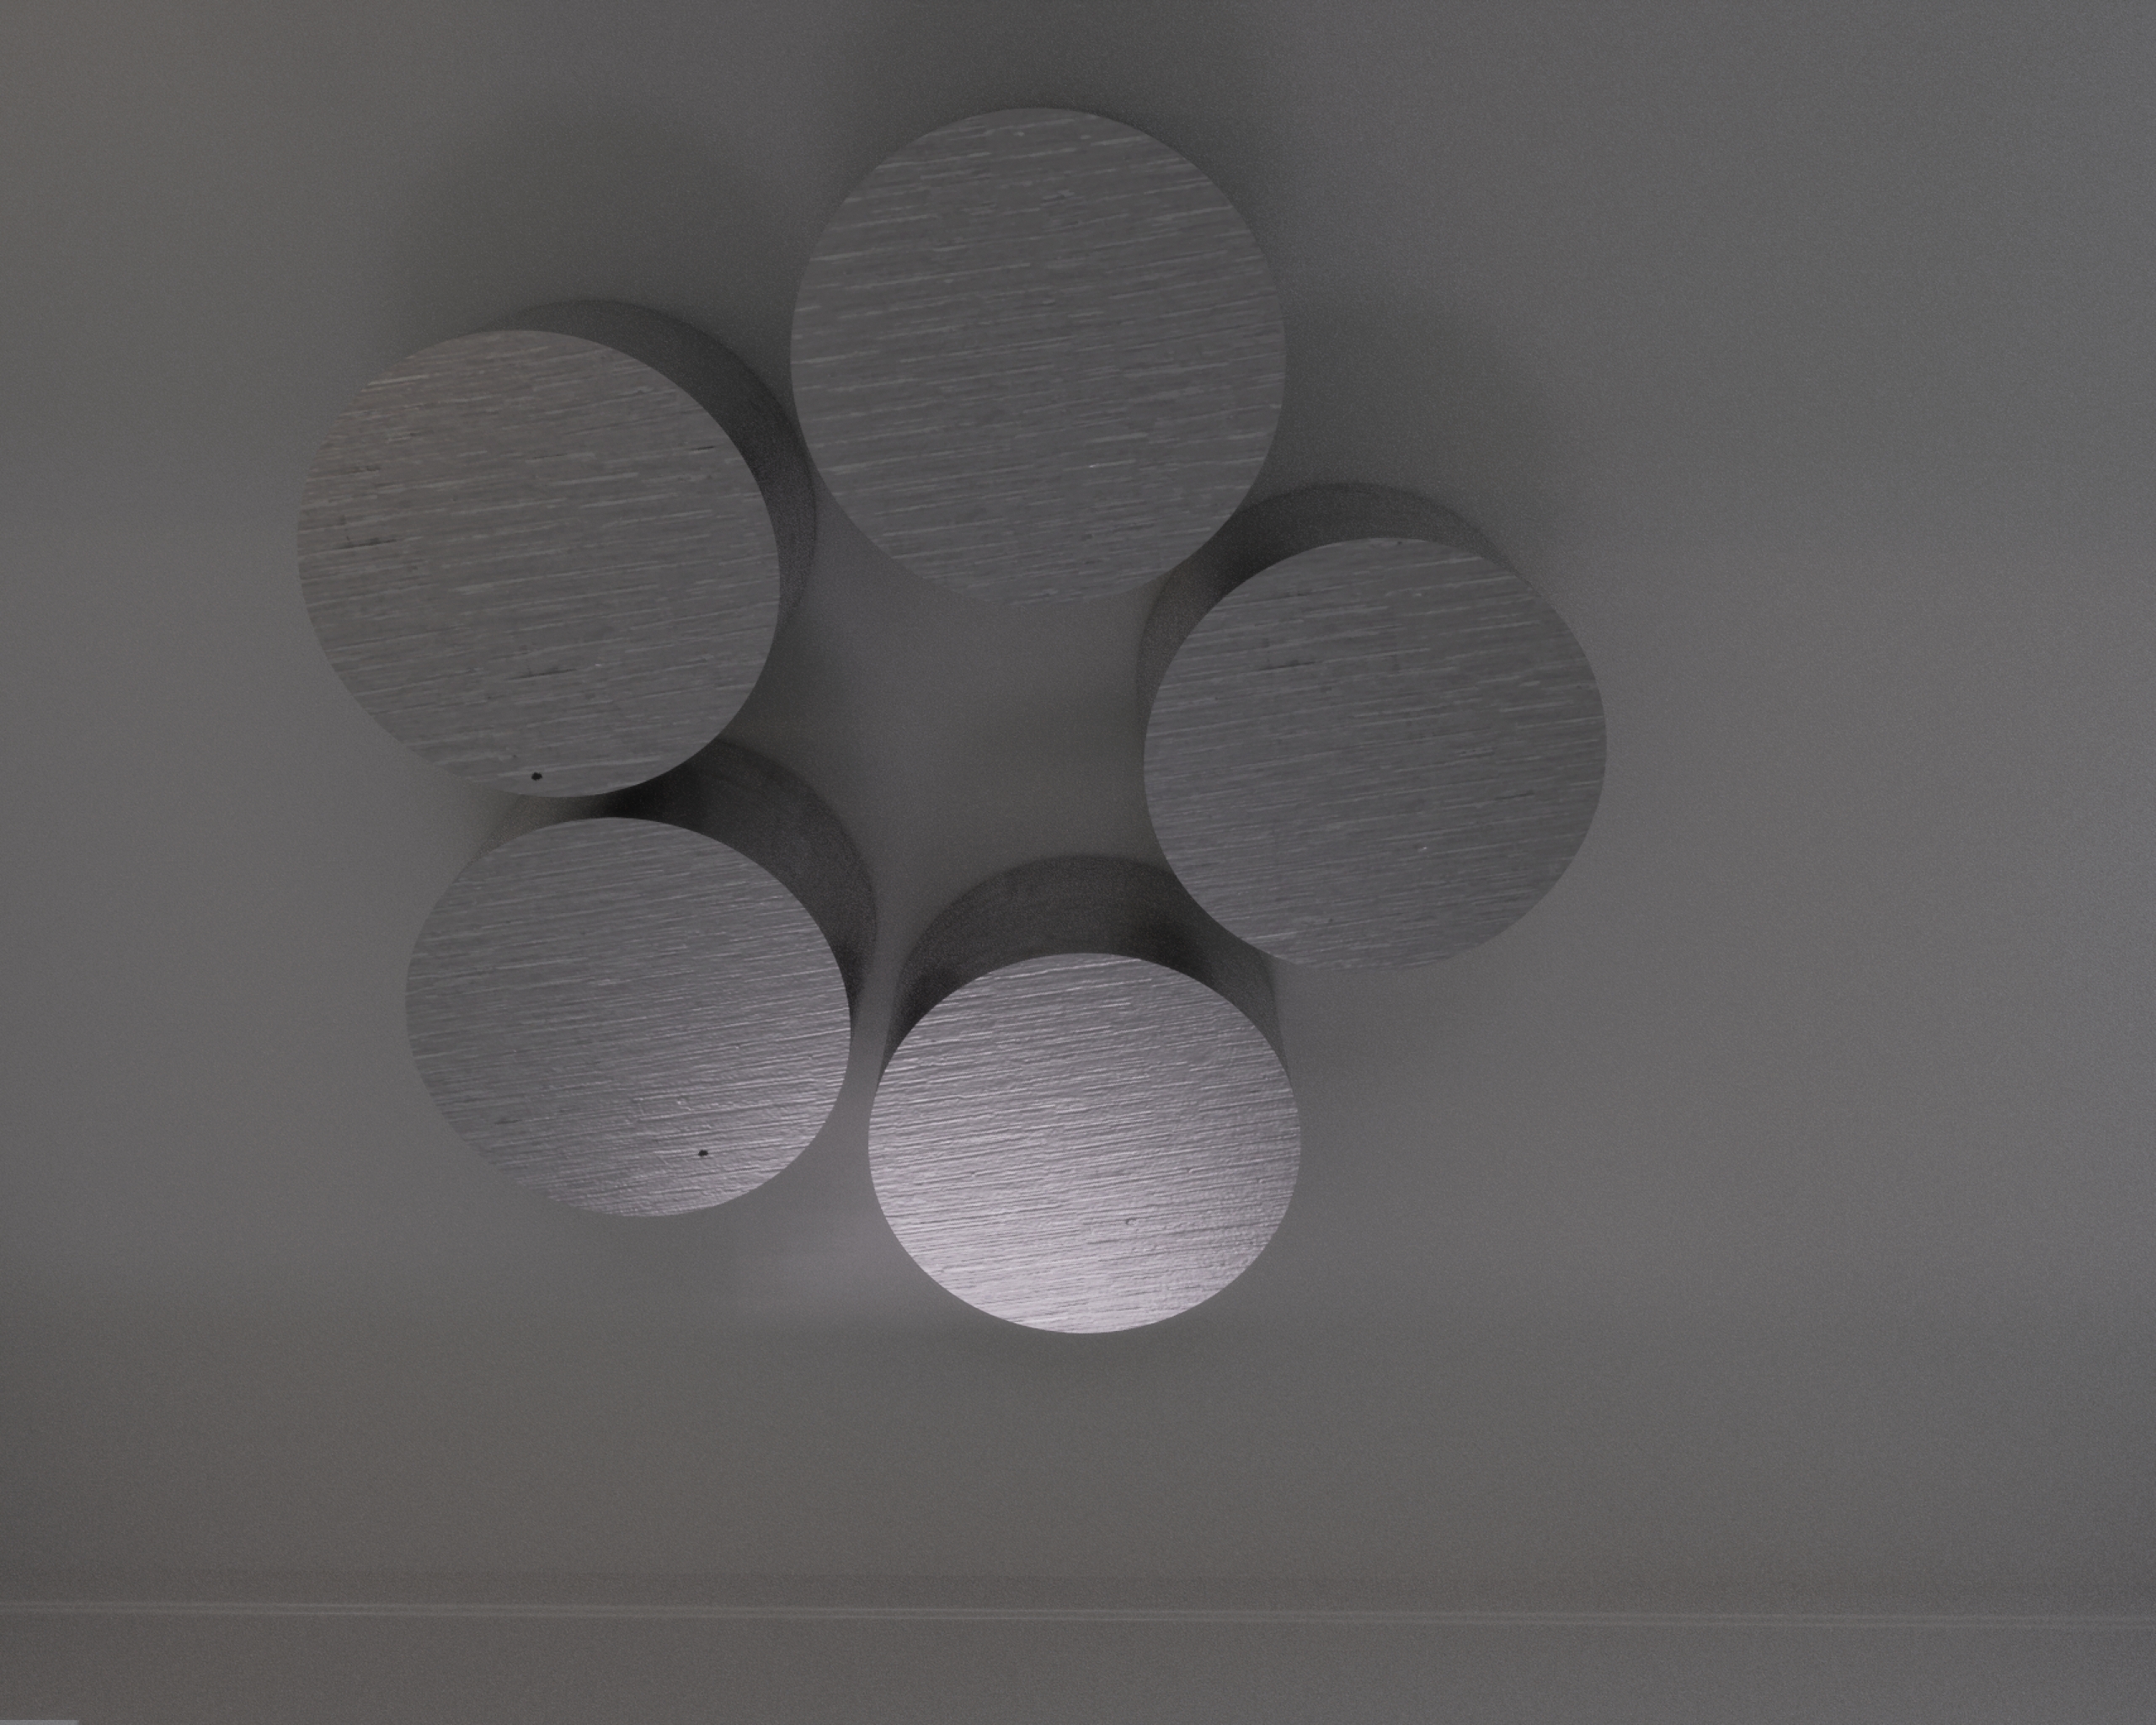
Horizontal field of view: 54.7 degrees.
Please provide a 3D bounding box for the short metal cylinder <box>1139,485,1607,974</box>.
[{"bbox_3d":[0.052,-0.026,0.387,0.081,0.050,0.079,0,110,0],"label":"short metal cylinder"}]

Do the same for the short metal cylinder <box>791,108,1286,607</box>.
[{"bbox_3d":[-0.006,-0.089,0.363,0.081,0.050,0.079,0,110,0],"label":"short metal cylinder"}]

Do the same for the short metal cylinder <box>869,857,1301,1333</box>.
[{"bbox_3d":[0.001,0.045,0.412,0.081,0.050,0.079,0,110,0],"label":"short metal cylinder"}]

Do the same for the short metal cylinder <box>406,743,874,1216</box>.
[{"bbox_3d":[-0.082,0.021,0.403,0.081,0.050,0.079,0,110,0],"label":"short metal cylinder"}]

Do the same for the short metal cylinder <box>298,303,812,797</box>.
[{"bbox_3d":[-0.090,-0.057,0.374,0.081,0.050,0.079,0,110,0],"label":"short metal cylinder"}]
